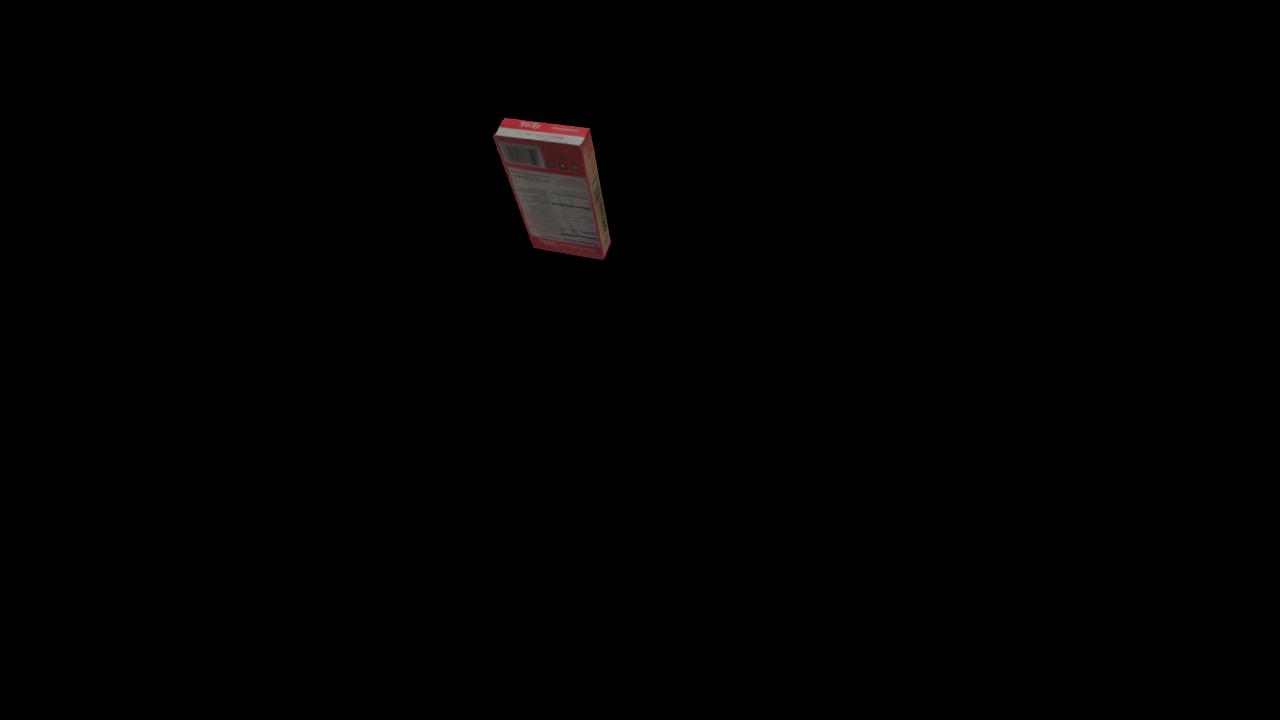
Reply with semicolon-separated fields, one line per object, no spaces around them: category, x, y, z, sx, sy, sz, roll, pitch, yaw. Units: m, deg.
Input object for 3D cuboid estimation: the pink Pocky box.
pink Pocky box;-0.080;-0.161;0.600;0.084;0.029;0.155;12;-28;12
